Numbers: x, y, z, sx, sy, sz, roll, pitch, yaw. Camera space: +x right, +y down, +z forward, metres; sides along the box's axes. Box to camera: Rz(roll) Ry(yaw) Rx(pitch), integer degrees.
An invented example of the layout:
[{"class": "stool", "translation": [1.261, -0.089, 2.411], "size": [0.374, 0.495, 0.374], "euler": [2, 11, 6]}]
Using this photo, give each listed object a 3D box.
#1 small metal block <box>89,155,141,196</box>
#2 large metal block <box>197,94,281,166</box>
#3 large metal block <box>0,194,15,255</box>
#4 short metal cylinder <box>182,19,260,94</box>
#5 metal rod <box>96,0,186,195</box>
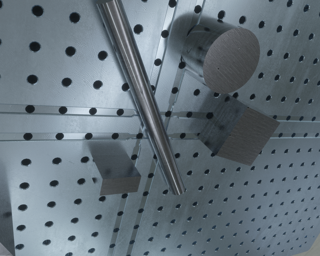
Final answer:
[{"class": "small metal block", "translation": [-0.059, 0.059, 0.401], "size": [0.050, 0.050, 0.025], "euler": [0, 118, -29]}, {"class": "large metal block", "translation": [0.118, 0.003, 0.464], "size": [0.080, 0.050, 0.080], "euler": [19, 108, -36]}, {"class": "large metal block", "translation": [-0.200, 0.098, 0.327], "size": [0.050, 0.080, 0.080], "euler": [-26, 128, -13]}, {"class": "short metal cylinder", "translation": [0.074, -0.089, 0.383], "size": [0.081, 0.050, 0.079], "euler": [-14, 125, -21]}, {"class": "metal rod", "translation": [-0.012, -0.016, 0.396], "size": [0.025, 0.025, 0.299], "euler": [-28, 128, -11]}]
